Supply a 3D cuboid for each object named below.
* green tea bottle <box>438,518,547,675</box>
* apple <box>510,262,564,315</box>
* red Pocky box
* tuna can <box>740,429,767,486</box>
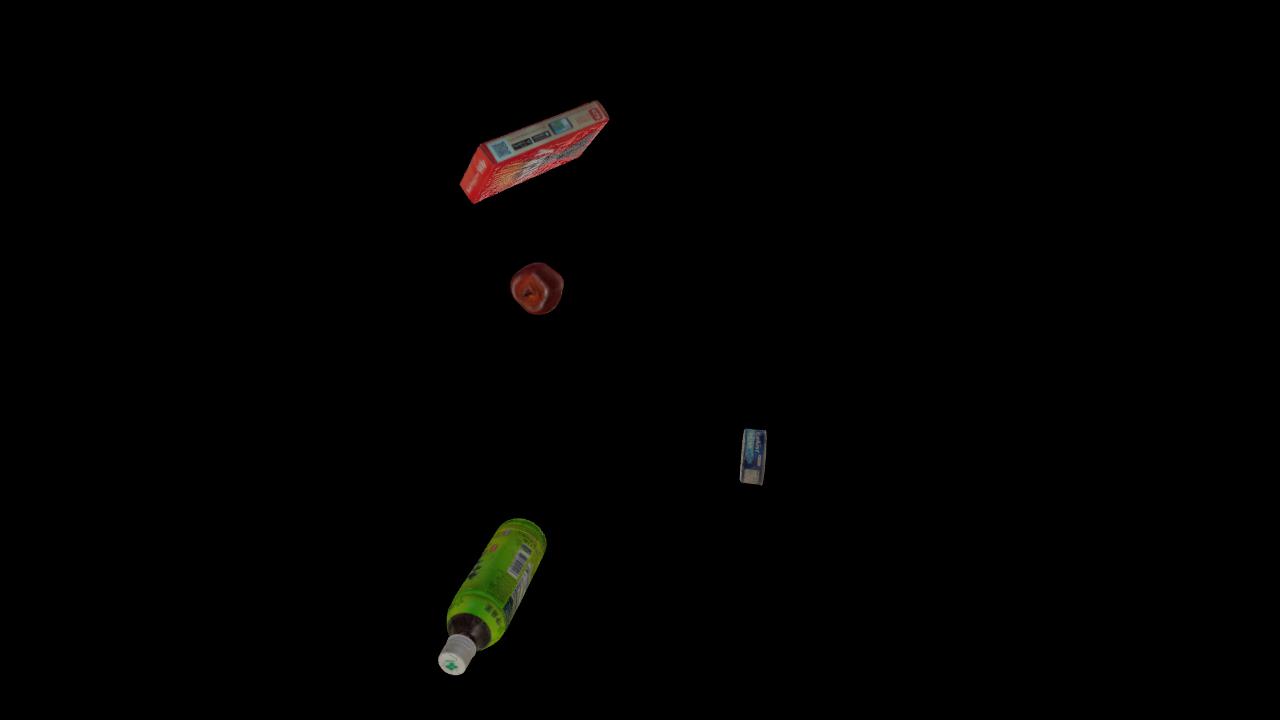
[{"bbox_3d":[-0.172,0.270,0.716,0.073,0.073,0.212,0,18,9],"label":"green tea bottle"},{"bbox_3d":[-0.155,-0.109,0.931,0.079,0.079,0.093,0,18,15],"label":"apple"},{"bbox_3d":[-0.109,-0.218,0.644,0.155,0.028,0.083,-36,7,-31],"label":"red Pocky box"},{"bbox_3d":[0.172,0.146,0.934,0.034,0.084,0.084,5,1,8],"label":"tuna can"}]
